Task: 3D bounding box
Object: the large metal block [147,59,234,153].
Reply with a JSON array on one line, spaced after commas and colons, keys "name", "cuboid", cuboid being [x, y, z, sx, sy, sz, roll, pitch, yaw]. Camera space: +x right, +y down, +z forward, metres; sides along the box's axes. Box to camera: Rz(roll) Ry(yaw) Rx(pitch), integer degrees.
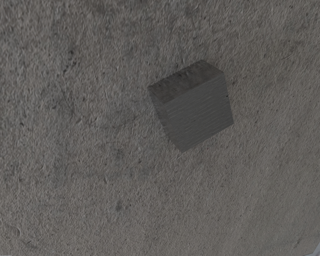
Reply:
[{"name": "large metal block", "cuboid": [0.041, -0.028, 0.395, 0.080, 0.050, 0.080, -29, 128, -10]}]
